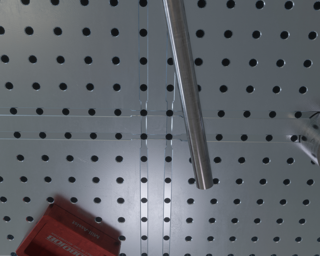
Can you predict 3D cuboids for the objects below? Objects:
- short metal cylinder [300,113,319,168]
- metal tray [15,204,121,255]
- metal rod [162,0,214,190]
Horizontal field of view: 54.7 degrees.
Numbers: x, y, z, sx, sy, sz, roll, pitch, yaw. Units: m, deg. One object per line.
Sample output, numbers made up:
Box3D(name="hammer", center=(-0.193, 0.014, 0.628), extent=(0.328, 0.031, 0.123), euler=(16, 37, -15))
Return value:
Box3D(name="short metal cylinder", center=(0.237, 0.020, 0.409), extent=(0.081, 0.050, 0.079), euler=(0, 110, 0))
Box3D(name="metal tray", center=(-0.139, 0.186, 0.477), extent=(0.130, 0.030, 0.090), euler=(36, 106, -13))
Box3D(name="metal rod", center=(0.035, -0.056, 0.392), extent=(0.025, 0.025, 0.298), euler=(-11, 110, 4))
